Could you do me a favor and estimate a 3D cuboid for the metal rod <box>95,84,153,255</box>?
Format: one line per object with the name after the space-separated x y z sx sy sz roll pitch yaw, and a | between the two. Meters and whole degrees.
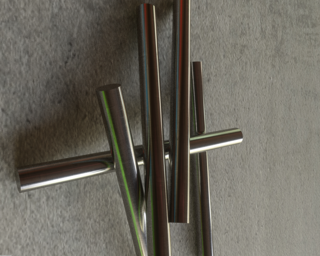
-0.026 0.097 0.352 0.025 0.025 0.298 -27 117 -37 | metal rod

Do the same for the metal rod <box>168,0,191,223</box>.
0.025 -0.037 0.388 0.025 0.025 0.299 17 67 -39 | metal rod

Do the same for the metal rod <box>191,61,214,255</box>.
0.059 0.054 0.456 0.025 0.025 0.298 -7 95 -40 | metal rod

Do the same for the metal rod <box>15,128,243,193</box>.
-0.010 0.031 0.377 0.303 0.025 0.025 -9 96 -34 | metal rod

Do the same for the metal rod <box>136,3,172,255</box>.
-0.009 -0.005 0.357 0.025 0.025 0.299 8 72 -40 | metal rod
